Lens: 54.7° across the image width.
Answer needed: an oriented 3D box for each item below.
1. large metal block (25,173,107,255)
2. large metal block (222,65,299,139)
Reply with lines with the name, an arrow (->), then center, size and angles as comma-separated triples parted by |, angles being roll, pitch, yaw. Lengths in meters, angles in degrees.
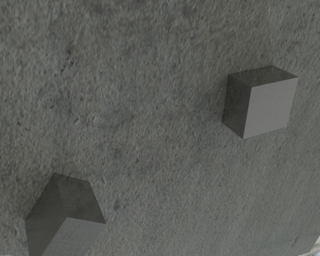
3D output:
large metal block -> -0.119, 0.115, 0.379 | 0.050, 0.080, 0.080 | 25, 104, -37
large metal block -> 0.142, -0.039, 0.447 | 0.081, 0.050, 0.079 | -14, 124, -21
